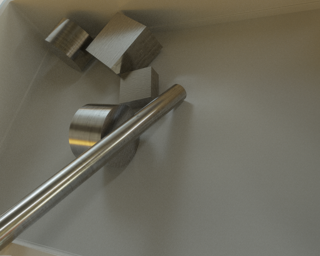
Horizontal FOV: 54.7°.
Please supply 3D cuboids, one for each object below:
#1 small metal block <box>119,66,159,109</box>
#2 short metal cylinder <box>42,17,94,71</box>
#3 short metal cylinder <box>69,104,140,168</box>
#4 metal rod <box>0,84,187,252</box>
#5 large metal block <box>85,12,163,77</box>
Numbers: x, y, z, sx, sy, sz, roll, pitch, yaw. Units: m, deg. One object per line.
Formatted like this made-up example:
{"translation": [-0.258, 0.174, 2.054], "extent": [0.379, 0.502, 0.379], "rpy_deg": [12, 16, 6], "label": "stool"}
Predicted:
{"translation": [-0.030, -0.057, 0.451], "extent": [0.050, 0.025, 0.050], "rpy_deg": [-10, 65, 22], "label": "small metal block"}
{"translation": [-0.153, -0.143, 0.536], "extent": [0.080, 0.080, 0.050], "rpy_deg": [29, 78, 37], "label": "short metal cylinder"}
{"translation": [-0.069, 0.009, 0.400], "extent": [0.050, 0.080, 0.080], "rpy_deg": [4, 64, 30], "label": "short metal cylinder"}
{"translation": [-0.068, 0.030, 0.336], "extent": [0.025, 0.025, 0.302], "rpy_deg": [20, 45, 35], "label": "metal rod"}
{"translation": [-0.057, -0.126, 0.491], "extent": [0.080, 0.050, 0.080], "rpy_deg": [-50, 52, 0], "label": "large metal block"}
